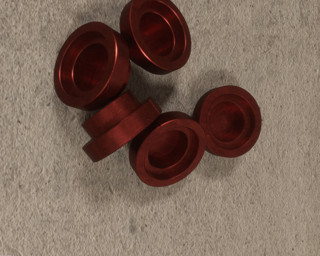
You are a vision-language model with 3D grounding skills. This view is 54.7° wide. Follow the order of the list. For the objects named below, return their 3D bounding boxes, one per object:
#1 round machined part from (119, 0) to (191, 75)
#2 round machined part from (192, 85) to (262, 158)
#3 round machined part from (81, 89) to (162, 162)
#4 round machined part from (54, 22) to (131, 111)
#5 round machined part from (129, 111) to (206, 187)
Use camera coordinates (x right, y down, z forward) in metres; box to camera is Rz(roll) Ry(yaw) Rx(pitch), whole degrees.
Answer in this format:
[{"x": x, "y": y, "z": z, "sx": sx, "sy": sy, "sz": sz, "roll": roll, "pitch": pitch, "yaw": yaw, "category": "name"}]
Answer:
[{"x": -0.010, "y": -0.113, "z": 0.385, "sx": 0.099, "sy": 0.042, "sz": 0.098, "roll": 11, "pitch": 73, "yaw": -40, "category": "round machined part"}, {"x": 0.089, "y": -0.009, "z": 0.434, "sx": 0.099, "sy": 0.042, "sz": 0.097, "roll": 0, "pitch": 90, "yaw": -21, "category": "round machined part"}, {"x": -0.049, "y": -0.008, "z": 0.353, "sx": 0.098, "sy": 0.098, "sz": 0.042, "roll": -39, "pitch": 99, "yaw": -16, "category": "round machined part"}, {"x": -0.072, "y": -0.066, "z": 0.354, "sx": 0.042, "sy": 0.098, "sz": 0.097, "roll": 19, "pitch": 82, "yaw": -54, "category": "round machined part"}, {"x": 0.006, "y": 0.022, "z": 0.389, "sx": 0.099, "sy": 0.042, "sz": 0.097, "roll": -16, "pitch": 125, "yaw": -23, "category": "round machined part"}]
